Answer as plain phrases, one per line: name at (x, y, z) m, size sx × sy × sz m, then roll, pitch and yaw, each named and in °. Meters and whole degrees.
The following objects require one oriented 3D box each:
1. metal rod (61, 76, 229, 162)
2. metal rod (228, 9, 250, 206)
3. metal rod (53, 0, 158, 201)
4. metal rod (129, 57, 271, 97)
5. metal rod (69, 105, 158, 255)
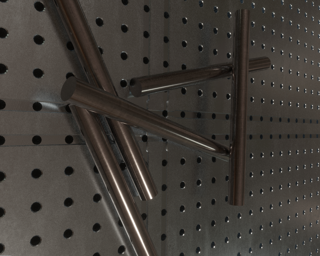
metal rod at (0.012, 0.003, 0.398) m, size 0.302 × 0.025 × 0.025 m, roll 22°, pitch 76°, yaw -45°
metal rod at (0.123, -0.033, 0.480) m, size 0.025 × 0.025 × 0.298 m, roll 5°, pitch 87°, yaw -40°
metal rod at (-0.065, -0.047, 0.355) m, size 0.025 × 0.025 × 0.298 m, roll -34°, pitch 111°, yaw -35°
metal rod at (0.082, -0.085, 0.480) m, size 0.302 × 0.025 × 0.025 m, roll -17°, pitch 101°, yaw -39°
metal rod at (-0.038, 0.105, 0.379) m, size 0.025 × 0.025 × 0.298 m, roll -33°, pitch 110°, yaw -36°
